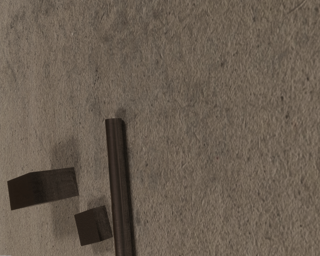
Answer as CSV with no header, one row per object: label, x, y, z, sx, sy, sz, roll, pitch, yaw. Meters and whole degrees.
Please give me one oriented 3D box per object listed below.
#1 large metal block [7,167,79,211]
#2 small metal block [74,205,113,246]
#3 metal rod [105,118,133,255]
large metal block,-0.200,0.104,0.531,0.080,0.081,0.050,-21,77,38
small metal block,-0.106,0.155,0.489,0.050,0.025,0.050,-27,73,36
metal rod,-0.056,0.135,0.448,0.025,0.025,0.298,-9,85,39
